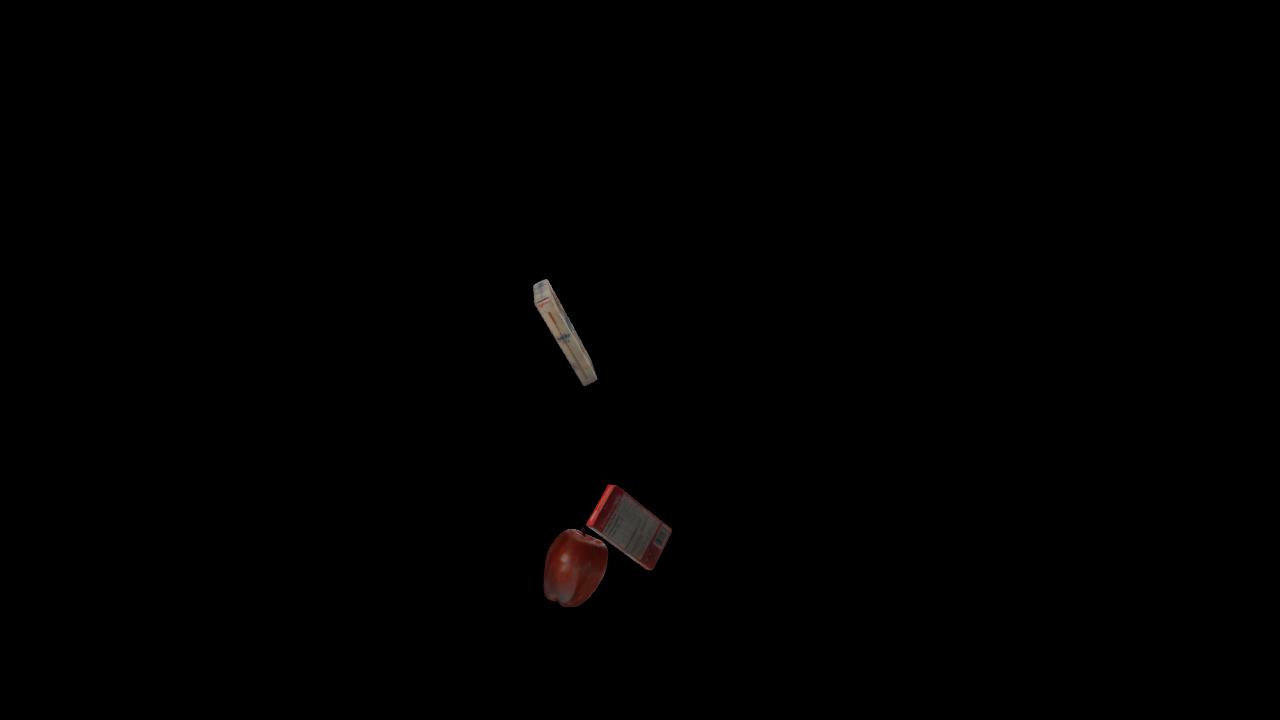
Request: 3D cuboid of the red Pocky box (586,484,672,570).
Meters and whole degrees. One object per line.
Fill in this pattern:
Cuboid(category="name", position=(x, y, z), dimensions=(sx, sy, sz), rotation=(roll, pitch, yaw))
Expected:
Cuboid(category="red Pocky box", position=(-0.017, 0.290, 1.066), dimensions=(0.155, 0.083, 0.028), rotation=(44, -26, -25))

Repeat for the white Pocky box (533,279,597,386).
Cuboid(category="white Pocky box", position=(-0.114, -0.041, 0.927), dimensions=(0.028, 0.154, 0.084), rotation=(-27, 28, 1))

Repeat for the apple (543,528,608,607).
Cuboid(category="apple", position=(-0.083, 0.255, 0.764), dimensions=(0.079, 0.093, 0.079), rotation=(19, -13, 4))
